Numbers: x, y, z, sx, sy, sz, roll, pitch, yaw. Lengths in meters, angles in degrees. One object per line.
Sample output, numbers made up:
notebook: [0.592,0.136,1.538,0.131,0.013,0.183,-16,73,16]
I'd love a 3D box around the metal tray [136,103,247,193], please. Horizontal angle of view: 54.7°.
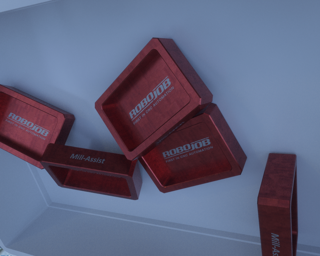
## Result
metal tray: [0.034,0.031,0.405,0.130,0.030,0.090,-22,107,36]

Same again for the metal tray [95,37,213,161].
metal tray: [-0.013,-0.031,0.368,0.129,0.030,0.090,-40,78,34]

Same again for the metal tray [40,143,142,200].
metal tray: [-0.096,0.066,0.454,0.131,0.030,0.090,8,147,8]

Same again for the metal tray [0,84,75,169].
metal tray: [-0.208,-0.003,0.481,0.130,0.030,0.090,24,94,12]

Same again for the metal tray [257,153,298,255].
metal tray: [0.140,0.106,0.358,0.030,0.090,0.129,1,119,27]
